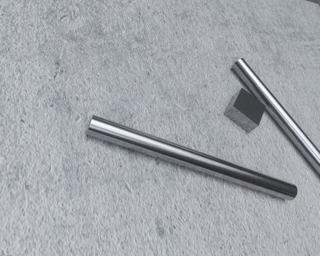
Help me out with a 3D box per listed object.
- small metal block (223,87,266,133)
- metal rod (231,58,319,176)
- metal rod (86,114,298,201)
[{"bbox_3d":[0.136,-0.028,0.494,0.050,0.025,0.050,37,51,-4],"label":"small metal block"},{"bbox_3d":[0.223,0.004,0.521,0.025,0.025,0.299,-28,77,-37],"label":"metal rod"},{"bbox_3d":[0.054,0.044,0.405,0.302,0.025,0.025,20,54,-17],"label":"metal rod"}]
